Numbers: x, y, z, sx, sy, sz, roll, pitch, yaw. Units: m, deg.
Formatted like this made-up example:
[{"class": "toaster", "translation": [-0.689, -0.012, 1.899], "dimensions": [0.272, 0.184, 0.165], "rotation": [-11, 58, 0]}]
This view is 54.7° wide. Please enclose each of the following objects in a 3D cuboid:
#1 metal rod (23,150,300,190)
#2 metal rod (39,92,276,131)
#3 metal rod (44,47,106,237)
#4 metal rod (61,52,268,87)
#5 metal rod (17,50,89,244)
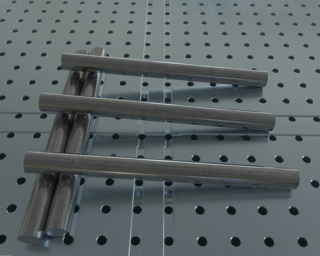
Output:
[{"class": "metal rod", "translation": [0.007, 0.048, 0.349], "dimensions": [0.302, 0.025, 0.025], "rotation": [4, 50, -5]}, {"class": "metal rod", "translation": [0.000, -0.021, 0.405], "dimensions": [0.302, 0.025, 0.025], "rotation": [5, 50, -4]}, {"class": "metal rod", "translation": [-0.103, -0.008, 0.412], "dimensions": [0.025, 0.025, 0.300], "rotation": [1, 50, 0]}, {"class": "metal rod", "translation": [0.010, -0.086, 0.461], "dimensions": [0.302, 0.025, 0.025], "rotation": [4, 50, -5]}, {"class": "metal rod", "translation": [-0.128, -0.002, 0.407], "dimensions": [0.025, 0.025, 0.300], "rotation": [1, 50, 0]}]
